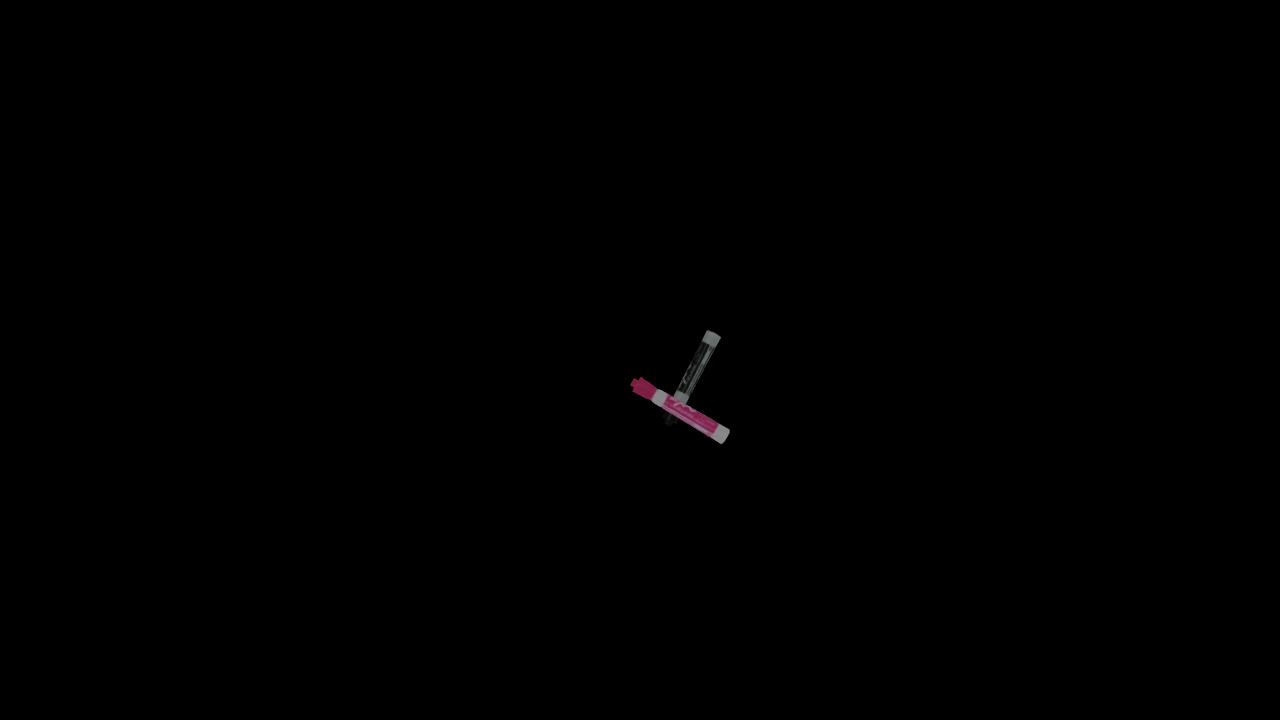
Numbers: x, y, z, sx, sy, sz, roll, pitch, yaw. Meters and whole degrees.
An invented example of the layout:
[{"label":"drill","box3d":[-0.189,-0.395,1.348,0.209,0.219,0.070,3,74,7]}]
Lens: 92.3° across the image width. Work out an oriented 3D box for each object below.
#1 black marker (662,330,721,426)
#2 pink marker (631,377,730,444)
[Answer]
[{"label":"black marker","box3d":[0.059,0.022,0.722,0.020,0.121,0.020,27,-1,1]},{"label":"pink marker","box3d":[0.043,0.055,0.682,0.121,0.020,0.020,31,1,1]}]
